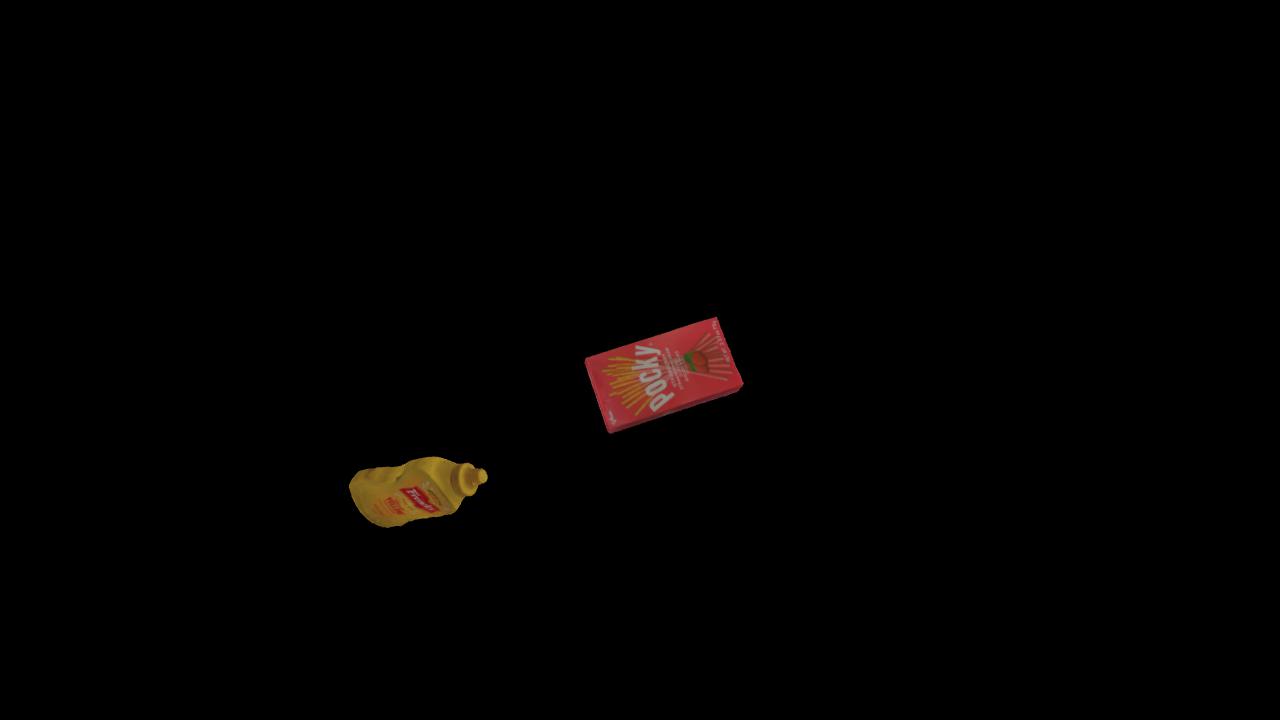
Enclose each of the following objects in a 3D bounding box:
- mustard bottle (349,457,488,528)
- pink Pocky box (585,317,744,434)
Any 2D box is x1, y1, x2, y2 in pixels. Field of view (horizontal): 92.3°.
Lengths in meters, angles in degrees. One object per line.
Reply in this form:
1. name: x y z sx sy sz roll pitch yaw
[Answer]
1. mustard bottle: -0.281 0.167 0.804 0.184 0.092 0.054 -14 25 18
2. pink Pocky box: 0.026 0.016 0.666 0.155 0.084 0.029 -18 -14 -8
